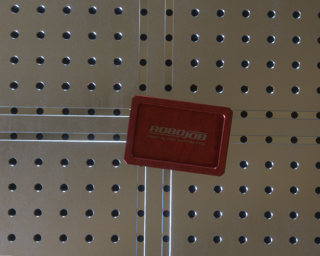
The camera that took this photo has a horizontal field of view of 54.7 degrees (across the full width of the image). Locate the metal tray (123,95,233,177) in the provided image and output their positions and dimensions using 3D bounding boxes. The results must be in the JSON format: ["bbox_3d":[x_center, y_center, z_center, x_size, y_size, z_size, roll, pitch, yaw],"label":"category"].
[{"bbox_3d":[0.024,0.010,0.411,0.131,0.030,0.089,8,90,-1],"label":"metal tray"}]
